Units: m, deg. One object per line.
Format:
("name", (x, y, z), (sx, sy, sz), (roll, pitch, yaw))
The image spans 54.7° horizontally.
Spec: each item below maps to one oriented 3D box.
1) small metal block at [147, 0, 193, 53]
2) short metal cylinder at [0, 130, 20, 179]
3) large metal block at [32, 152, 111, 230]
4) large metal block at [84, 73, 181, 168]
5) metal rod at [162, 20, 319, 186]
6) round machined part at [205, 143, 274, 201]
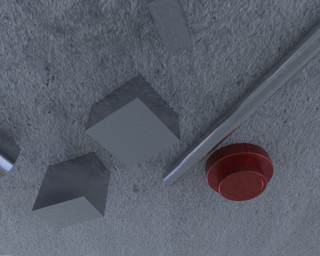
("small metal block", (0.010, -0.109, 0.298), (0.025, 0.050, 0.050), (-17, 128, 14))
("short metal cylinder", (-0.231, 0.036, 0.399), (0.080, 0.080, 0.050), (-24, 126, 18))
("large metal block", (-0.123, 0.090, 0.446), (0.080, 0.080, 0.050), (-18, 128, 14))
("large metal block", (-0.032, -0.006, 0.385), (0.080, 0.050, 0.080), (-30, 124, 22))
("metal rod", (0.098, -0.016, 0.394), (0.025, 0.025, 0.298), (27, 125, -22))
("round machined part", (0.119, 0.071, 0.459), (0.099, 0.042, 0.097), (-1, 130, 0))
